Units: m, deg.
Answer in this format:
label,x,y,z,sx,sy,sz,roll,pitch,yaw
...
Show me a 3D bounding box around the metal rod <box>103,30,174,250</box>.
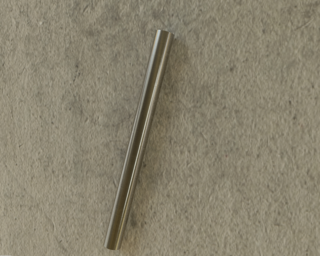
label,x,y,z,sx,sy,sz,roll,pitch,yaw
metal rod,-0.030,0.019,0.418,0.025,0.025,0.298,16,95,19
